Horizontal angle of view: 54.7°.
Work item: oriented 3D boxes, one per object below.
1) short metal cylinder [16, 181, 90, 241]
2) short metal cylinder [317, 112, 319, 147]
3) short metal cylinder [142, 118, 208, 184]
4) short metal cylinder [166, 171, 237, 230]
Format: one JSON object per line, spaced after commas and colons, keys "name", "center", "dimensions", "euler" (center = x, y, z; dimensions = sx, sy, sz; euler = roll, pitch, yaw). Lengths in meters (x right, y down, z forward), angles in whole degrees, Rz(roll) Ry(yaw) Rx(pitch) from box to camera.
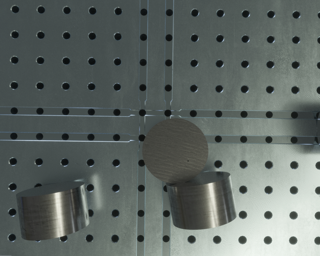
{"name": "short metal cylinder", "center": [-0.131, 0.100, 0.384], "dimensions": [0.081, 0.080, 0.050], "euler": [-7, 90, 0]}
{"name": "short metal cylinder", "center": [0.243, 0.002, 0.389], "dimensions": [0.050, 0.080, 0.079], "euler": [0, 90, 0]}
{"name": "short metal cylinder", "center": [0.019, 0.028, 0.401], "dimensions": [0.081, 0.050, 0.079], "euler": [0, 90, -1]}
{"name": "short metal cylinder", "center": [0.051, 0.088, 0.387], "dimensions": [0.080, 0.080, 0.050], "euler": [-10, 91, 0]}
